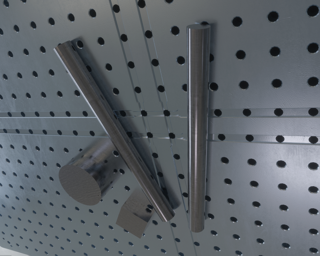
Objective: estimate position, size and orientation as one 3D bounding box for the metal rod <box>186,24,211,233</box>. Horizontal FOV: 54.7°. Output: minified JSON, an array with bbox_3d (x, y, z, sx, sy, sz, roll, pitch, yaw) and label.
[{"bbox_3d":[0.048,0.022,0.399,0.025,0.025,0.298,11,123,22],"label":"metal rod"}]

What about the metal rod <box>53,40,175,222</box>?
[{"bbox_3d":[-0.059,0.015,0.451,0.025,0.025,0.299,-19,109,35],"label":"metal rod"}]

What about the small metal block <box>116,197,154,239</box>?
[{"bbox_3d":[-0.043,0.154,0.529,0.050,0.025,0.050,28,128,10],"label":"small metal block"}]

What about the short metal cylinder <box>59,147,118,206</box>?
[{"bbox_3d":[-0.116,0.079,0.505,0.080,0.050,0.079,13,124,21],"label":"short metal cylinder"}]
